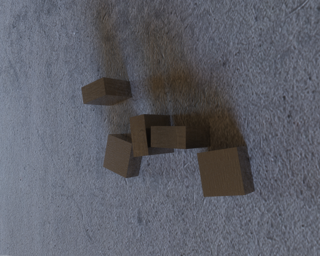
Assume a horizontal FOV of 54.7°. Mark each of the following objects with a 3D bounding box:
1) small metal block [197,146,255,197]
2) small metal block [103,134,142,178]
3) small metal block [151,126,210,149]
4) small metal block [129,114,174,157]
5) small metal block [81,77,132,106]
[{"bbox_3d":[0.073,0.049,0.345,0.050,0.025,0.050,-13,82,39],"label":"small metal block"},{"bbox_3d":[-0.053,0.039,0.449,0.050,0.025,0.050,18,101,38],"label":"small metal block"},{"bbox_3d":[0.025,0.010,0.368,0.050,0.050,0.025,1,91,40],"label":"small metal block"},{"bbox_3d":[-0.010,0.010,0.397,0.025,0.050,0.050,-11,83,39],"label":"small metal block"},{"bbox_3d":[-0.078,-0.052,0.453,0.050,0.050,0.025,-15,81,39],"label":"small metal block"}]
